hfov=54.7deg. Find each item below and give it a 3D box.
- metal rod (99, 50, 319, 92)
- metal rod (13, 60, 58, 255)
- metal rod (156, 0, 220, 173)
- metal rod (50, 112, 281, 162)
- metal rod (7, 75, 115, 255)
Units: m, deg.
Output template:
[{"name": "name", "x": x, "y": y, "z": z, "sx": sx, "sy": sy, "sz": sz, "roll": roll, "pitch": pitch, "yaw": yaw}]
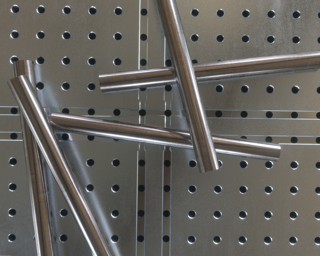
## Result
[{"name": "metal rod", "x": 0.072, "y": -0.076, "z": 0.414, "sx": 0.302, "sy": 0.025, "sz": 0.025, "roll": -6, "pitch": 90, "yaw": -1}, {"name": "metal rod", "x": -0.163, "y": 0.061, "z": 0.411, "sx": 0.025, "sy": 0.025, "sz": 0.298, "roll": -7, "pitch": 90, "yaw": 0}, {"name": "metal rod", "x": 0.025, "y": -0.093, "z": 0.390, "sx": 0.025, "sy": 0.025, "sz": 0.299, "roll": -13, "pitch": 81, "yaw": 0}, {"name": "metal rod", "x": 0.007, "y": 0.012, "z": 0.413, "sx": 0.302, "sy": 0.025, "sz": 0.025, "roll": 8, "pitch": 90, "yaw": -1}, {"name": "metal rod", "x": -0.116, "y": 0.075, "z": 0.398, "sx": 0.025, "sy": 0.025, "sz": 0.299, "roll": -24, "pitch": 96, "yaw": 0}]
